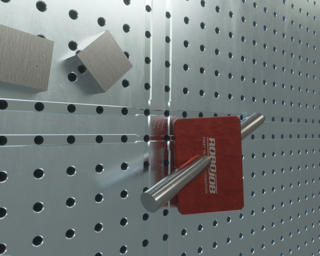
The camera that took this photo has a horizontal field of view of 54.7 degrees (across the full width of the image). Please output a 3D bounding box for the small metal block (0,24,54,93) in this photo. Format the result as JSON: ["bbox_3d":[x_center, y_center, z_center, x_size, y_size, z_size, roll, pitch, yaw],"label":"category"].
[{"bbox_3d":[-0.134,-0.064,0.297,0.050,0.025,0.050,10,84,-40],"label":"small metal block"}]

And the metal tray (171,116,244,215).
[{"bbox_3d":[0.066,0.050,0.430,0.091,0.030,0.129,-3,93,-5],"label":"metal tray"}]

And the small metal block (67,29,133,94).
[{"bbox_3d":[-0.067,-0.074,0.353,0.050,0.025,0.050,-50,120,-28],"label":"small metal block"}]

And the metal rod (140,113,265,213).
[{"bbox_3d":[0.082,0.033,0.449,0.302,0.025,0.025,-28,108,-45],"label":"metal rod"}]
